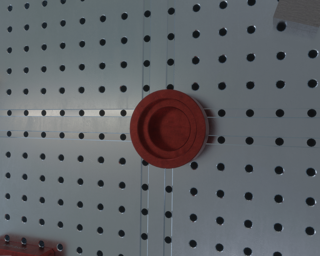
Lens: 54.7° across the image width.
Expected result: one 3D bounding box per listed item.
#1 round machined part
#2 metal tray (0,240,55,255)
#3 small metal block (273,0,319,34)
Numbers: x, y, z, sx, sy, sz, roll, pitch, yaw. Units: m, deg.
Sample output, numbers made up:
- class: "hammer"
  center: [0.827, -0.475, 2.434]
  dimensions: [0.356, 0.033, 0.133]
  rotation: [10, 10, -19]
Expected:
- class: "round machined part"
  center: [0.015, 0.001, 0.398]
  dimensions: [0.098, 0.042, 0.097]
  rotation: [0, 90, 19]
- class: "metal tray"
  center: [-0.231, 0.233, 0.491]
  dimensions: [0.130, 0.030, 0.089]
  rotation: [1, 90, 19]
- class: "small metal block"
  center: [0.164, -0.142, 0.355]
  dimensions: [0.050, 0.025, 0.050]
  rotation: [21, 97, 18]
